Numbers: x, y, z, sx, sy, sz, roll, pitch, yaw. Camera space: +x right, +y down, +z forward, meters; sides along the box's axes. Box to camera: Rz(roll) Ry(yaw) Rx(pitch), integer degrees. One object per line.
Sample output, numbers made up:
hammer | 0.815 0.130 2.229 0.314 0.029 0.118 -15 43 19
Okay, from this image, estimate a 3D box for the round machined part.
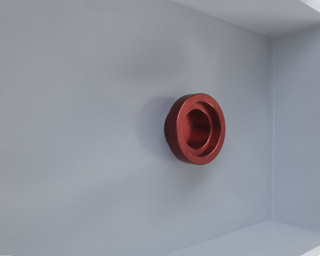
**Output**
round machined part | 0.045 0.001 0.435 0.099 0.042 0.097 0 90 -40
